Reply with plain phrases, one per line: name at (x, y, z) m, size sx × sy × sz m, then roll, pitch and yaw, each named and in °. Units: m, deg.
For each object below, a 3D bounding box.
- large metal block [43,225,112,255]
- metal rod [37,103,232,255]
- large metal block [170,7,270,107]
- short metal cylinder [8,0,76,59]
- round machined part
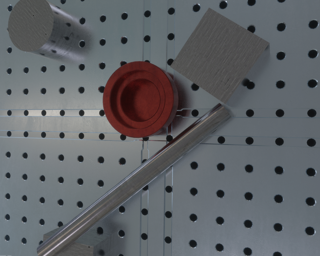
large metal block at (-0.118, 0.191, 0.441) m, size 0.080 × 0.050 × 0.079 m, roll 5°, pitch 92°, yaw 20°
metal rod at (-0.036, 0.072, 0.396) m, size 0.300 × 0.025 × 0.025 m, roll -39°, pitch 78°, yaw 4°
large metal block at (0.073, -0.082, 0.373) m, size 0.080 × 0.050 × 0.080 m, roll 37°, pitch 102°, yaw 16°
short metal cylinder at (-0.175, -0.148, 0.461) m, size 0.080 × 0.050 × 0.079 m, roll 0°, pitch 90°, yaw 20°
round machined part at (-0.022, -0.036, 0.411) m, size 0.098 × 0.042 × 0.097 m, roll 0°, pitch 90°, yaw 19°
